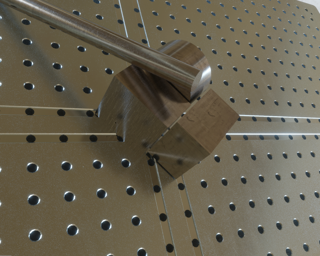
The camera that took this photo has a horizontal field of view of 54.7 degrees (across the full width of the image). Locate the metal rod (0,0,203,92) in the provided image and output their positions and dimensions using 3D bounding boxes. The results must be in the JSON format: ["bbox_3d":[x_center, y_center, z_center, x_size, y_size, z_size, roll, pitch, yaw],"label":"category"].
[{"bbox_3d":[-0.090,-0.115,0.364,0.301,0.025,0.025,27,49,16],"label":"metal rod"}]

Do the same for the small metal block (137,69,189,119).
[{"bbox_3d":[0.005,-0.049,0.443,0.050,0.025,0.050,41,51,-1],"label":"small metal block"}]

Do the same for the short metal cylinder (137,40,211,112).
[{"bbox_3d":[0.017,-0.064,0.389,0.080,0.080,0.050,45,51,2],"label":"short metal cylinder"}]

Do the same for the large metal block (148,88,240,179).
[{"bbox_3d":[0.042,0.008,0.390,0.050,0.080,0.080,45,51,2],"label":"large metal block"}]

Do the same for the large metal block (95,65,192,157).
[{"bbox_3d":[-0.023,-0.023,0.377,0.080,0.080,0.050,44,51,2],"label":"large metal block"}]
